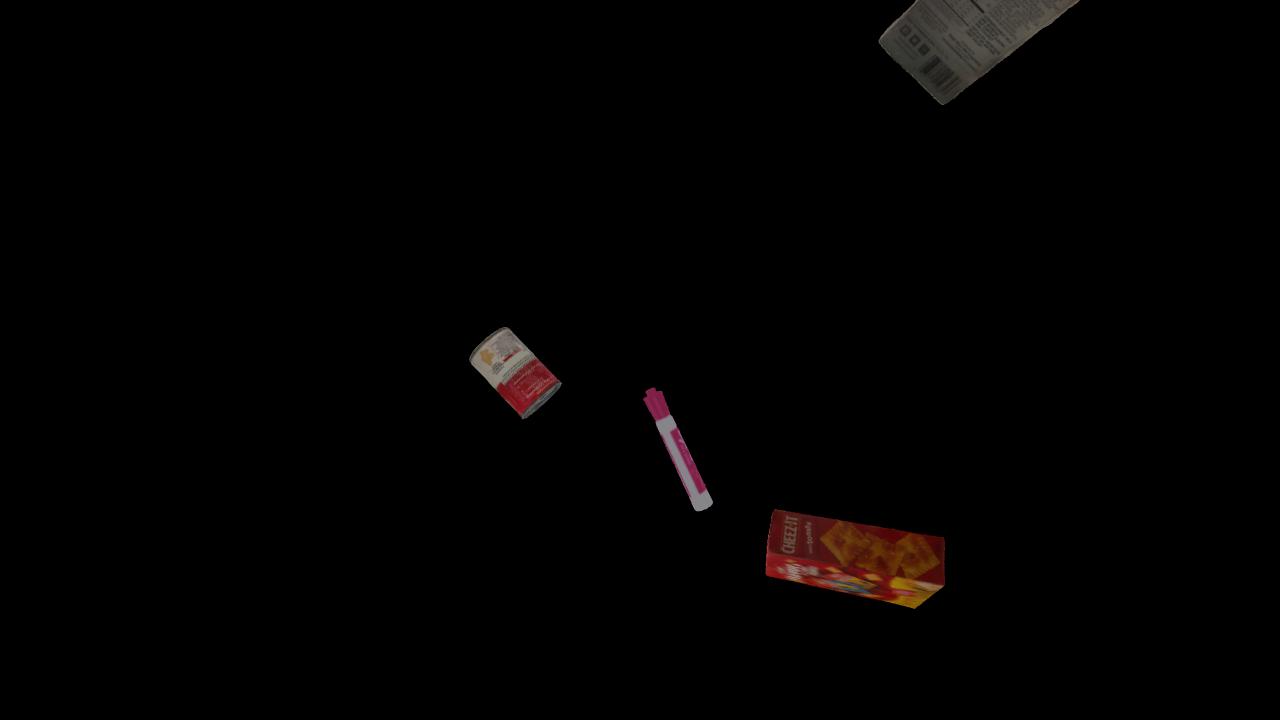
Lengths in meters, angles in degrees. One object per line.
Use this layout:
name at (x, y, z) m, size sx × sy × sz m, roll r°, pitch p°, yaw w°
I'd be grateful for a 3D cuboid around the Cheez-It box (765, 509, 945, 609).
Cheez-It box at (0.293, 0.283, 0.872) m, size 0.223 × 0.071 × 0.166 m, roll 7°, pitch -29°, yaw 14°

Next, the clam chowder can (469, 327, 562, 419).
clam chowder can at (-0.158, 0.016, 0.782) m, size 0.068 × 0.102 × 0.068 m, roll -43°, pitch -3°, yaw -3°

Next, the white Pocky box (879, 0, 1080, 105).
white Pocky box at (0.267, -0.274, 0.469) m, size 0.084 × 0.028 × 0.154 m, roll 41°, pitch -26°, yaw -7°

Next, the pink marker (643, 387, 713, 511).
pink marker at (0.034, 0.081, 0.564) m, size 0.020 × 0.121 × 0.020 m, roll -25°, pitch 5°, yaw 2°
